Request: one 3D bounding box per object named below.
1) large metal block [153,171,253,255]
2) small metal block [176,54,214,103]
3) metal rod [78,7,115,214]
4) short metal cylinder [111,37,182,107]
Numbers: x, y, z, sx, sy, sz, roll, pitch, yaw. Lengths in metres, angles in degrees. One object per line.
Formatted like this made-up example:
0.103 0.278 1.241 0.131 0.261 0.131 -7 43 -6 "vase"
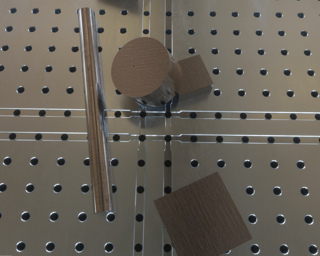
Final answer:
0.046 0.108 0.360 0.080 0.050 0.080 -23 72 -9 "large metal block"
0.041 -0.070 0.438 0.050 0.025 0.050 -19 71 -7 "small metal block"
-0.090 -0.037 0.424 0.025 0.025 0.299 -8 70 -3 "metal rod"
-0.017 -0.072 0.410 0.080 0.050 0.080 -4 78 21 "short metal cylinder"
